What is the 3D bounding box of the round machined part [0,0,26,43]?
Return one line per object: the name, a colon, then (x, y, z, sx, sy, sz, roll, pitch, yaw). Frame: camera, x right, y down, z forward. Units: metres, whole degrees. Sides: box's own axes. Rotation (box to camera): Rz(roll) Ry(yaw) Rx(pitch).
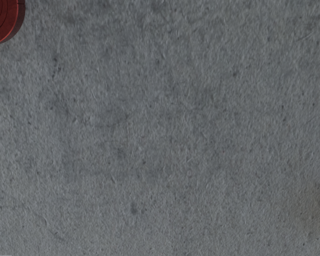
round machined part: (-0.200, -0.142, 0.345, 0.099, 0.042, 0.097, 0, 110, -1)
